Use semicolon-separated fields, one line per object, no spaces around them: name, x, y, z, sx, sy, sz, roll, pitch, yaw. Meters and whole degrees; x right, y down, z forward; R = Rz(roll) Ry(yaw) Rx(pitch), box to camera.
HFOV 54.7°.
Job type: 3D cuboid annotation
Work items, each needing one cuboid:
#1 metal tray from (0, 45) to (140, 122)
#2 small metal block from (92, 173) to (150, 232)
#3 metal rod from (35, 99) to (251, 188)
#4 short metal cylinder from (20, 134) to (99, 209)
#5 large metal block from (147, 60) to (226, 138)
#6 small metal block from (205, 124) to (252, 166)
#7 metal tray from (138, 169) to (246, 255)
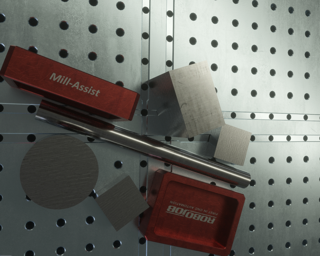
metal tray;-0.097;-0.042;0.341;0.131;0.090;0.030;20;84;-19
small metal block;-0.050;0.093;0.395;0.050;0.025;0.050;-34;101;-17
metal rod;-0.008;0.028;0.410;0.302;0.025;0.025;20;83;-19
short metal cylinder;-0.115;0.047;0.356;0.081;0.050;0.080;0;90;-20
large metal block;0.031;-0.034;0.396;0.050;0.080;0.080;-20;97;-19
small metal block;0.099;0.024;0.449;0.050;0.025;0.050;18;84;-19
metal tray;0.046;0.117;0.426;0.131;0.030;0.090;19;84;-19
